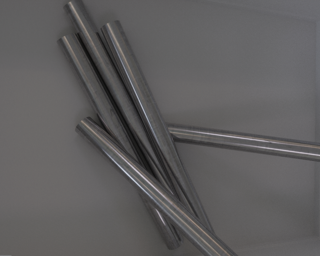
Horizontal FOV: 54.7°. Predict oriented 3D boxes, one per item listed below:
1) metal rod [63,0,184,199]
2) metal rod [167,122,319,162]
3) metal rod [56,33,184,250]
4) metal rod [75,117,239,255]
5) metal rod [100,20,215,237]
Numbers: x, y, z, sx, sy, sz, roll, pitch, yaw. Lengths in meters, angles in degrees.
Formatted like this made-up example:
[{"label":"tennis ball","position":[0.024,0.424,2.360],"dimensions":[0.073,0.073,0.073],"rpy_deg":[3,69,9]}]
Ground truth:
[{"label":"metal rod","position":[-0.037,-0.018,0.396],"dimensions":[0.025,0.025,0.299],"rpy_deg":[-30,100,-17]},{"label":"metal rod","position":[0.150,0.024,0.406],"dimensions":[0.302,0.025,0.025],"rpy_deg":[8,87,3]},{"label":"metal rod","position":[-0.045,0.024,0.393],"dimensions":[0.025,0.025,0.299],"rpy_deg":[-30,100,-18]},{"label":"metal rod","position":[0.016,0.094,0.349],"dimensions":[0.300,0.025,0.025],"rpy_deg":[42,75,11]},{"label":"metal rod","position":[0.001,0.012,0.387],"dimensions":[0.025,0.025,0.299],"rpy_deg":[-26,96,-18]}]
